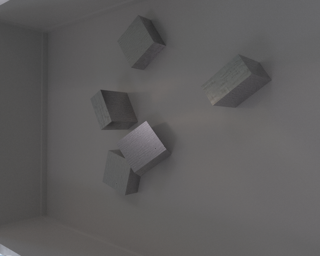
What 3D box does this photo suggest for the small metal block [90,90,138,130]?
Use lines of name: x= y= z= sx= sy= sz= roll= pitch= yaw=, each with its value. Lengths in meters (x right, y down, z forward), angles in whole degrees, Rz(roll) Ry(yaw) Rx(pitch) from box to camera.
small metal block: x=-0.065 y=-0.025 z=0.445 sx=0.025 sy=0.050 sz=0.050 roll=-34 pitch=69 yaw=35

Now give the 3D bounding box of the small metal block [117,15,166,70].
small metal block: x=-0.026 y=-0.117 z=0.429 sx=0.050 sy=0.025 sz=0.050 roll=-41 pitch=65 yaw=32

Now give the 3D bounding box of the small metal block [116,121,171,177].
small metal block: x=-0.022 y=0.028 z=0.411 sx=0.050 sy=0.025 sz=0.050 roll=-36 pitch=64 yaw=1

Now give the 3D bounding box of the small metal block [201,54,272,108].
small metal block: x=0.080 y=-0.047 z=0.324 sx=0.050 sy=0.050 sz=0.025 roll=-41 pitch=65 yaw=32

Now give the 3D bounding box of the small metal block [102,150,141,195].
small metal block: x=-0.054 y=0.063 z=0.452 sx=0.050 sy=0.025 sz=0.050 roll=20 pitch=103 yaw=38
